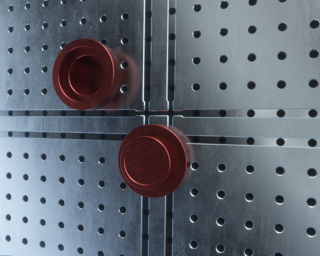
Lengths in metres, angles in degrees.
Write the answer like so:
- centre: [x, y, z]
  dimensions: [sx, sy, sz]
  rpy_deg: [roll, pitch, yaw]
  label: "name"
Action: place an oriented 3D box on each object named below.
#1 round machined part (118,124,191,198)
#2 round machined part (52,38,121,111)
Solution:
- centre: [-0.012, 0.044, 0.408]
  dimensions: [0.098, 0.042, 0.097]
  rpy_deg: [0, 90, 20]
  label: "round machined part"
- centre: [-0.099, -0.073, 0.439]
  dimensions: [0.098, 0.042, 0.097]
  rpy_deg: [0, 90, 20]
  label: "round machined part"
